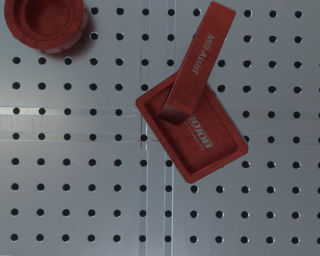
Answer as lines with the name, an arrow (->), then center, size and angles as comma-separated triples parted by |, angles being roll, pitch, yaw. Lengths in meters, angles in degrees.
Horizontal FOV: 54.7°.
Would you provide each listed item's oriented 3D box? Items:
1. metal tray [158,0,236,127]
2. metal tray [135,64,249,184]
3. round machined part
metal tray -> 0.041, -0.071, 0.369 | 0.030, 0.090, 0.130 | 24, 79, -3
metal tray -> 0.041, -0.005, 0.398 | 0.090, 0.030, 0.130 | -33, 90, 16
round machined part -> -0.144, -0.146, 0.403 | 0.099, 0.042, 0.097 | 0, 90, 0
